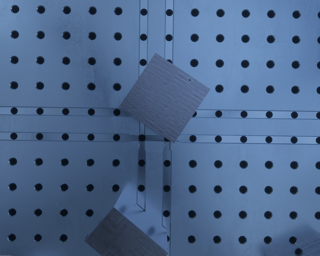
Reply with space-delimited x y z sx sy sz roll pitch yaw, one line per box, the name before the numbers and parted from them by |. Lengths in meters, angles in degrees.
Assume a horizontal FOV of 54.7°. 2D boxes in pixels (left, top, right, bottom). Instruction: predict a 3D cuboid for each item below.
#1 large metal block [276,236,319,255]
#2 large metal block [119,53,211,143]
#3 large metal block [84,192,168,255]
large metal block | 0.205 0.201 0.404 0.080 0.050 0.080 -25 90 -1
large metal block | 0.006 -0.036 0.401 0.080 0.050 0.080 34 90 -1
large metal block | -0.038 0.133 0.386 0.080 0.080 0.050 41 90 -1
